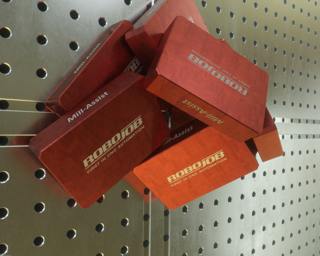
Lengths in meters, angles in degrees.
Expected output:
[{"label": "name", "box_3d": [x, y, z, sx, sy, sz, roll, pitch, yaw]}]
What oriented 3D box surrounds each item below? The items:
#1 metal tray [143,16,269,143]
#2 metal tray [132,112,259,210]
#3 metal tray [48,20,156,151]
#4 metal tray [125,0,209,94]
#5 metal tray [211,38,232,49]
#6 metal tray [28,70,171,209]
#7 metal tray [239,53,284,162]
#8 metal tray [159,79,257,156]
[{"label": "metal tray", "box_3d": [0.056, -0.052, 0.337, 0.131, 0.030, 0.090, 28, 57, -16]}, {"label": "metal tray", "box_3d": [0.043, 0.041, 0.383, 0.090, 0.130, 0.030, 51, 18, -29]}, {"label": "metal tray", "box_3d": [-0.052, -0.049, 0.360, 0.090, 0.030, 0.130, 46, 62, -30]}, {"label": "metal tray", "box_3d": [0.018, -0.114, 0.395, 0.090, 0.030, 0.130, 56, 44, -27]}, {"label": "metal tray", "box_3d": [0.094, -0.063, 0.454, 0.131, 0.030, 0.090, 19, 77, -59]}, {"label": "metal tray", "box_3d": [-0.056, 0.011, 0.329, 0.131, 0.030, 0.090, -40, 131, -20]}, {"label": "metal tray", "box_3d": [0.126, -0.028, 0.428, 0.090, 0.030, 0.130, 46, 25, -53]}, {"label": "metal tray", "box_3d": [0.068, -0.008, 0.424, 0.130, 0.090, 0.030, 51, 60, -27]}]
